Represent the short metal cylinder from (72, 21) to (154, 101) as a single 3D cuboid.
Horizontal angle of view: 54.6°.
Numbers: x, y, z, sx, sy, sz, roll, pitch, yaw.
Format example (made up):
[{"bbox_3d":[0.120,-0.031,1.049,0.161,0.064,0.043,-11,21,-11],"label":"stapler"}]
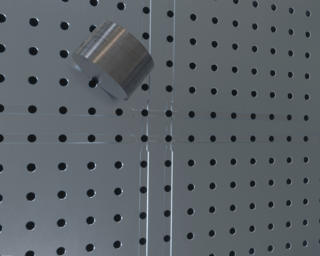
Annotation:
[{"bbox_3d":[-0.054,-0.077,0.363,0.080,0.080,0.050,40,77,-16],"label":"short metal cylinder"}]
